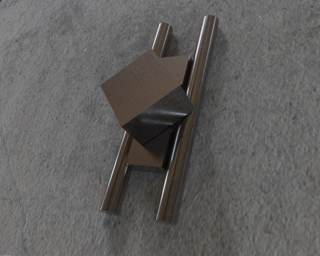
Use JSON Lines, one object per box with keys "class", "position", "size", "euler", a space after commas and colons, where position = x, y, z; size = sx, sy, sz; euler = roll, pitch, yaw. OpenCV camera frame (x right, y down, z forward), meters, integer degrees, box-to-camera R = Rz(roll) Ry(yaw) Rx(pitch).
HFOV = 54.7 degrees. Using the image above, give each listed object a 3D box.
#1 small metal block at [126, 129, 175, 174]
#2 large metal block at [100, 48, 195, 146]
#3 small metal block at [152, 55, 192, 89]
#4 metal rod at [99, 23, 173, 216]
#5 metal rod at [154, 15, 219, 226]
{"class": "small metal block", "position": [-0.009, 0.029, 0.390], "size": [0.050, 0.025, 0.050], "euler": [1, 62, 28]}
{"class": "large metal block", "position": [-0.016, -0.039, 0.386], "size": [0.080, 0.050, 0.080], "euler": [-35, 52, 4]}
{"class": "small metal block", "position": [0.018, -0.074, 0.438], "size": [0.050, 0.025, 0.050], "euler": [1, 62, 28]}
{"class": "metal rod", "position": [-0.026, -0.029, 0.436], "size": [0.025, 0.025, 0.300], "euler": [1, 62, 28]}
{"class": "metal rod", "position": [0.041, -0.028, 0.401], "size": [0.025, 0.025, 0.300], "euler": [1, 62, 28]}
